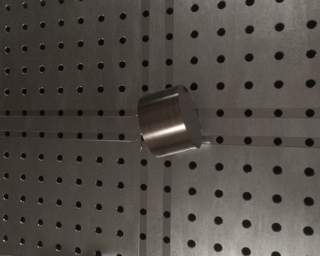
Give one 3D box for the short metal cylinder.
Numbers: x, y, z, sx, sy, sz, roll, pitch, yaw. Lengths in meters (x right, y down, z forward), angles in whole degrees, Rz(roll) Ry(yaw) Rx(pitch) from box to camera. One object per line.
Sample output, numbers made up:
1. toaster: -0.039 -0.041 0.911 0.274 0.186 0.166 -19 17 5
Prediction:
1. short metal cylinder: 0.014 -0.008 0.378 0.050 0.080 0.080 -16 85 19
